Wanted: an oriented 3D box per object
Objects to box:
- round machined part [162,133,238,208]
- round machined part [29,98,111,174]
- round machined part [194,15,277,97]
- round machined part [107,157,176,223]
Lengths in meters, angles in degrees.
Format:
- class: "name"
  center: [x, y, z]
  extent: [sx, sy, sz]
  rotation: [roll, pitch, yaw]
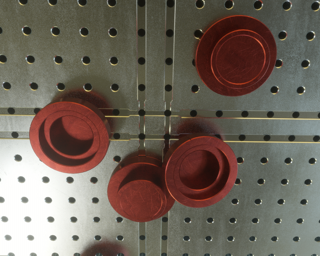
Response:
- class: "round machined part"
  center: [0.050, 0.053, 0.417]
  extent: [0.099, 0.042, 0.097]
  rotation: [-3, 103, -12]
- class: "round machined part"
  center: [-0.114, 0.007, 0.405]
  extent: [0.099, 0.042, 0.097]
  rotation: [0, 110, -1]
- class: "round machined part"
  center: [0.092, -0.085, 0.374]
  extent: [0.099, 0.042, 0.097]
  rotation: [0, 110, 0]
- class: "round machined part"
  center: [-0.025, 0.093, 0.438]
  extent: [0.099, 0.042, 0.097]
  rotation: [0, 110, -1]
